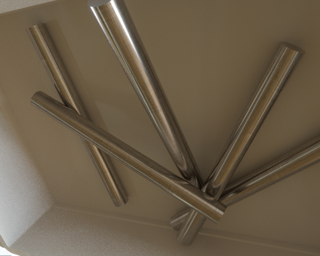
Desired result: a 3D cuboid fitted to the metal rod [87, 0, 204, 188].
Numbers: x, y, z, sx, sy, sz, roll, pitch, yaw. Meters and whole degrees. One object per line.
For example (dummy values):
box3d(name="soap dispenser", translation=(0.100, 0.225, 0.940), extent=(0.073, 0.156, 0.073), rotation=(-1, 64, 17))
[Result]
box3d(name="metal rod", translation=(0.008, -0.002, 0.330), extent=(0.025, 0.025, 0.299), rotation=(3, 143, 27))

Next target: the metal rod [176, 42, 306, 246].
box3d(name="metal rod", translation=(0.081, 0.042, 0.372), extent=(0.025, 0.025, 0.298), rotation=(28, 122, 11))

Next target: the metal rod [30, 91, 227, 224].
box3d(name="metal rod", translation=(-0.051, 0.031, 0.409), extent=(0.301, 0.025, 0.025), rotation=(30, 129, 14))

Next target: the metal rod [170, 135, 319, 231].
box3d(name="metal rod", translation=(0.113, 0.073, 0.393), extent=(0.025, 0.025, 0.299), rotation=(46, 129, -4))

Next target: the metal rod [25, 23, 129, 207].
box3d(name="metal rod", translation=(-0.116, -0.006, 0.466), extent=(0.025, 0.025, 0.299), rotation=(-8, 115, 32))
